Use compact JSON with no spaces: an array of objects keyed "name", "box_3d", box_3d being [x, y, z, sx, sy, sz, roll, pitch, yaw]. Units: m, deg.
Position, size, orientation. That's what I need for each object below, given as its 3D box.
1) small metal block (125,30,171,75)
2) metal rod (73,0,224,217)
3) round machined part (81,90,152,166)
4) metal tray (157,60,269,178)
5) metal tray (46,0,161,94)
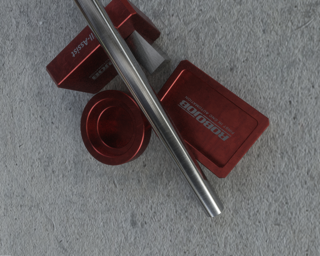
[{"name":"small metal block","box_3d":[-0.015,-0.096,0.396,0.050,0.050,0.025,45,107,-1]},{"name":"metal rod","box_3d":[-0.008,-0.021,0.355,0.025,0.025,0.299,-28,103,18]},{"name":"round machined part","box_3d":[-0.054,-0.001,0.415,0.098,0.042,0.097,2,94,25]},{"name":"metal tray","box_3d":[0.056,-0.012,0.387,0.130,0.030,0.090,39,102,15]},{"name":"metal tray","box_3d":[-0.069,-0.100,0.398,0.130,0.090,0.030,-39,78,15]}]
